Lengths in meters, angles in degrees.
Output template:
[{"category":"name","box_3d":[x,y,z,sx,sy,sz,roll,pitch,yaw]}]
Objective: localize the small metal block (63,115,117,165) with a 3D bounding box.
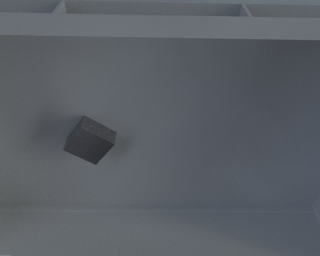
[{"category":"small metal block","box_3d":[-0.095,0.018,0.423,0.050,0.025,0.050,30,124,-23]}]
